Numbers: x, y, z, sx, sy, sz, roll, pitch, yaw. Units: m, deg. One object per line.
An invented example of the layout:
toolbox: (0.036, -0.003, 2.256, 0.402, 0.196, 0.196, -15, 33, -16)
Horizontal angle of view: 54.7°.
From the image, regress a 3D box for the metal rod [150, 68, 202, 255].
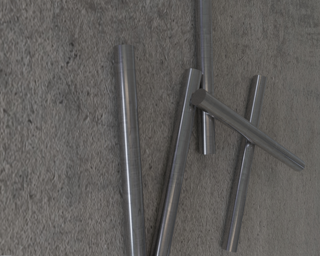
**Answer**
metal rod: (0.020, 0.064, 0.421, 0.025, 0.025, 0.299, 18, 79, -39)

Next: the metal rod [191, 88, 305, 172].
metal rod: (0.158, 0.015, 0.502, 0.301, 0.025, 0.025, 28, 73, -37)

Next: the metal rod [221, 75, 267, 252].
metal rod: (0.145, 0.053, 0.525, 0.025, 0.025, 0.299, 22, 76, -38)

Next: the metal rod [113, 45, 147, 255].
metal rod: (-0.035, 0.052, 0.375, 0.025, 0.025, 0.298, -6, 94, -40)

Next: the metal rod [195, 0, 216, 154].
metal rod: (0.066, -0.111, 0.459, 0.025, 0.025, 0.298, -3, 92, -40)
